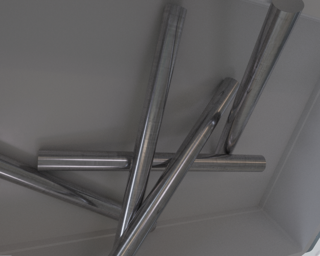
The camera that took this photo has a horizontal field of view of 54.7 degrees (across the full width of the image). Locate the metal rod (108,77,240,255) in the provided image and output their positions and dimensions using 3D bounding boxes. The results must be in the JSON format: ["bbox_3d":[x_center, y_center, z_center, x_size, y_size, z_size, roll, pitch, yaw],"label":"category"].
[{"bbox_3d":[0.018,0.055,0.379,0.300,0.025,0.025,-55,132,-19],"label":"metal rod"}]

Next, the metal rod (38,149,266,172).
[{"bbox_3d":[0.004,0.044,0.404,0.302,0.025,0.025,3,117,-18],"label":"metal rod"}]

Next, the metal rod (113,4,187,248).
[{"bbox_3d":[-0.015,0.012,0.362,0.025,0.025,0.298,7,101,-32],"label":"metal rod"}]

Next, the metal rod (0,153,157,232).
[{"bbox_3d":[-0.110,0.087,0.401,0.025,0.025,0.301,-49,129,7],"label":"metal rod"}]

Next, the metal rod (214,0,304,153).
[{"bbox_3d":[0.098,-0.020,0.372,0.025,0.025,0.299,-23,151,-15],"label":"metal rod"}]
